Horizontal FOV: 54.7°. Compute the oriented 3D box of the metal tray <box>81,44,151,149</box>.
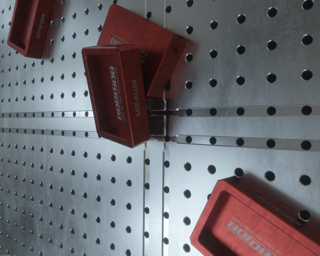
[{"bbox_3d":[-0.060,-0.045,0.419,0.090,0.030,0.129,15,119,46],"label":"metal tray"}]

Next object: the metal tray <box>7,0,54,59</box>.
[{"bbox_3d":[-0.258,-0.213,0.614,0.090,0.030,0.129,32,110,35],"label":"metal tray"}]

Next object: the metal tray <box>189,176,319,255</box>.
[{"bbox_3d":[0.102,0.121,0.320,0.130,0.030,0.089,34,111,34],"label":"metal tray"}]

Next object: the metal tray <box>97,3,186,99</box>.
[{"bbox_3d":[-0.035,-0.108,0.433,0.130,0.030,0.089,38,113,33],"label":"metal tray"}]
